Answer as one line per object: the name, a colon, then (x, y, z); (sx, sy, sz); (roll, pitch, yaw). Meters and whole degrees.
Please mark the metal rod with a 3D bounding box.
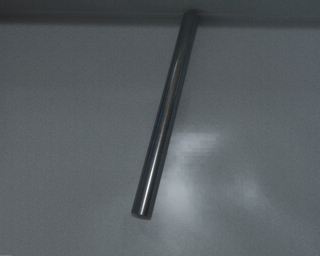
metal rod: (0.012, -0.032, 0.421); (0.025, 0.025, 0.299); (13, 70, 4)
